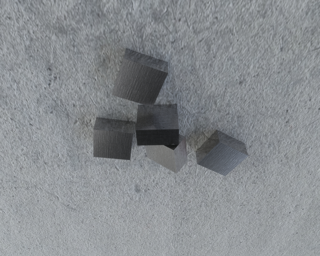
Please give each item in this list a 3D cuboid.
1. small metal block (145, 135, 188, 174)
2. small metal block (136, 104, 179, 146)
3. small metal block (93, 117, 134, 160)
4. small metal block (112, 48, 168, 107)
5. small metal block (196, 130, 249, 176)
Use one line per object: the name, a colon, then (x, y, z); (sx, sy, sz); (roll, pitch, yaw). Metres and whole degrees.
small metal block: (0.007, 0.026, 0.409); (0.050, 0.025, 0.050); (25, 146, 28)
small metal block: (-0.003, -0.005, 0.387); (0.050, 0.050, 0.025); (-1, 130, 1)
small metal block: (-0.063, 0.015, 0.419); (0.050, 0.025, 0.050); (6, 130, -5)
small metal block: (-0.023, -0.057, 0.358); (0.050, 0.025, 0.050); (16, 128, -14)
small metal block: (0.087, 0.036, 0.439); (0.050, 0.025, 0.050); (25, 126, -20)
